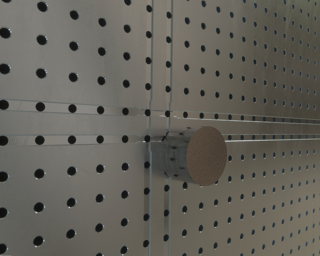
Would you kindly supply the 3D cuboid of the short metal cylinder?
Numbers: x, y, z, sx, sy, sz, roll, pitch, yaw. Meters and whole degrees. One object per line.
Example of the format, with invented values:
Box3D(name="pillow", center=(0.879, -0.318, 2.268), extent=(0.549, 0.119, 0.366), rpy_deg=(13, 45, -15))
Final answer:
Box3D(name="short metal cylinder", center=(0.048, 0.037, 0.432), extent=(0.081, 0.050, 0.080), rpy_deg=(0, 90, -40))
